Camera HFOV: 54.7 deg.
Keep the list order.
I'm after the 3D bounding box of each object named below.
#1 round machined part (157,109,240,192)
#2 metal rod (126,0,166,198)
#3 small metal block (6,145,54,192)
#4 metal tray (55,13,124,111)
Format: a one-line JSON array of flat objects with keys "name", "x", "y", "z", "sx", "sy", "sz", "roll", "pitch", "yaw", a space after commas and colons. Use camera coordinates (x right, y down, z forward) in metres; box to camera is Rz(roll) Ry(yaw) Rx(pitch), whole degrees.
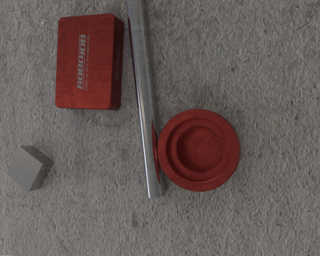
[{"name": "round machined part", "x": 0.050, "y": 0.026, "z": 0.382, "sx": 0.098, "sy": 0.042, "sz": 0.097, "roll": 0, "pitch": 90, "yaw": 20}, {"name": "metal rod", "x": -0.021, "y": -0.058, "z": 0.416, "sx": 0.025, "sy": 0.025, "sz": 0.298, "roll": -7, "pitch": 88, "yaw": 20}, {"name": "small metal block", "x": -0.201, "y": 0.062, "z": 0.480, "sx": 0.050, "sy": 0.025, "sz": 0.050, "roll": 33, "pitch": 100, "yaw": 17}, {"name": "metal tray", "x": -0.101, "y": -0.091, "z": 0.442, "sx": 0.090, "sy": 0.030, "sz": 0.129, "roll": 3, "pitch": 91, "yaw": 19}]
